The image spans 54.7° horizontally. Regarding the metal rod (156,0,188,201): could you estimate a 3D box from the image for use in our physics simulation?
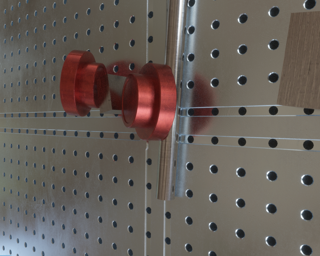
[{"bbox_3d":[0.016,-0.058,0.395,0.025,0.025,0.298,6,94,40],"label":"metal rod"}]

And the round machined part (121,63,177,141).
[{"bbox_3d":[-0.020,-0.033,0.389,0.098,0.042,0.097,-177,90,-67],"label":"round machined part"}]

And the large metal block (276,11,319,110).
[{"bbox_3d":[0.155,-0.054,0.265,0.080,0.050,0.079,12,98,39],"label":"large metal block"}]

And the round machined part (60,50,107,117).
[{"bbox_3d":[-0.109,-0.065,0.464,0.042,0.098,0.097,7,96,5],"label":"round machined part"}]

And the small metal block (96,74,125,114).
[{"bbox_3d":[-0.061,-0.047,0.443,0.025,0.050,0.050,-13,82,39],"label":"small metal block"}]
